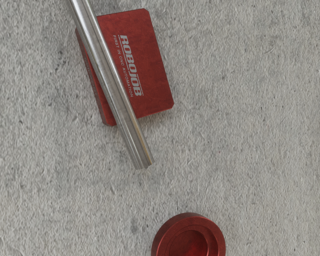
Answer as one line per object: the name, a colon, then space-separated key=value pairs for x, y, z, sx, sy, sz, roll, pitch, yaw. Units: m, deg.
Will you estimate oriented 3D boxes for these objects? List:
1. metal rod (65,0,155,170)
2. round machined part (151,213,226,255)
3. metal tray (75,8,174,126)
metal rod: x=-0.072 y=-0.093 z=0.349 sx=0.025 sy=0.025 sz=0.299 roll=-24 pitch=98 yaw=-18
round machined part: x=0.034 y=0.161 z=0.413 sx=0.099 sy=0.042 sz=0.097 roll=0 pitch=90 yaw=-20
metal tray: x=-0.043 y=-0.076 z=0.390 sx=0.091 sy=0.030 sz=0.129 roll=-18 pitch=96 yaw=-19
